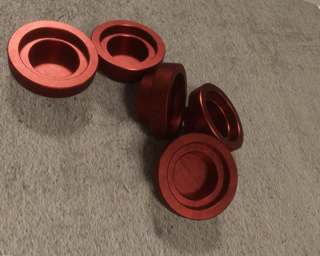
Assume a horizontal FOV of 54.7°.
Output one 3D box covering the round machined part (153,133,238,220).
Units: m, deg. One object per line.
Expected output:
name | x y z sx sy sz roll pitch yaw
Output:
round machined part | 0.038 0.057 0.367 0.099 0.042 0.098 3 79 -17

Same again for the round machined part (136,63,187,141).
round machined part | 0.002 -0.034 0.392 0.042 0.098 0.098 7 51 17

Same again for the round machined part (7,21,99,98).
round machined part | -0.126 -0.076 0.369 0.099 0.042 0.098 11 59 -18

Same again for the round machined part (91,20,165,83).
round machined part | -0.045 -0.099 0.422 0.099 0.042 0.098 8 53 -11

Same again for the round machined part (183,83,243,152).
round machined part | 0.069 -0.009 0.424 0.098 0.042 0.098 31 45 -36
